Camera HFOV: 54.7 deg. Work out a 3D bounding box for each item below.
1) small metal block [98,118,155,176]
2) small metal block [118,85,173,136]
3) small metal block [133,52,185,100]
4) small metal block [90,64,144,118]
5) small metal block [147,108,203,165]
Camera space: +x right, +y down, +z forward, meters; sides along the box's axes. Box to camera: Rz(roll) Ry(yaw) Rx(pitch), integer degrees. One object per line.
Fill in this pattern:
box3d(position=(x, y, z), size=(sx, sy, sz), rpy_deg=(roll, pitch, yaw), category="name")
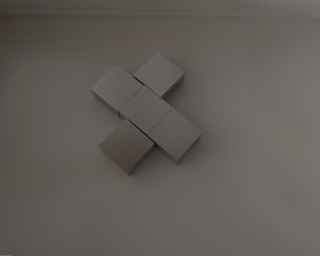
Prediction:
box3d(position=(-0.042, 0.025, 0.398), size=(0.050, 0.025, 0.050), rpy_deg=(41, 76, 13), category="small metal block")
box3d(position=(-0.018, -0.020, 0.414), size=(0.050, 0.025, 0.050), rpy_deg=(40, 75, 13), category="small metal block")
box3d(position=(-0.001, -0.069, 0.432), size=(0.050, 0.025, 0.050), rpy_deg=(40, 74, 13), category="small metal block")
box3d(position=(-0.057, -0.051, 0.425), size=(0.050, 0.025, 0.050), rpy_deg=(40, 75, 13), category="small metal block")
box3d(position=(0.019, 0.011, 0.403), size=(0.050, 0.025, 0.050), rpy_deg=(40, 75, 13), category="small metal block")
